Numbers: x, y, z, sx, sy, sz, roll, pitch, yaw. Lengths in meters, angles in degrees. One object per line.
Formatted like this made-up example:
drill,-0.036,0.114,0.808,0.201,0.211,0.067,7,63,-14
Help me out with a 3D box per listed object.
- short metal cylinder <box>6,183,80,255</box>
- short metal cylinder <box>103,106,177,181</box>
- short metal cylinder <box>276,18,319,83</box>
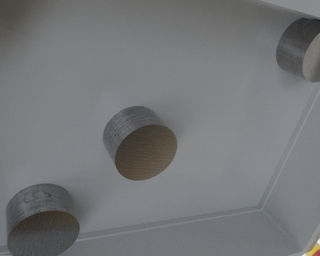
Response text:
short metal cylinder,-0.146,0.116,0.385,0.081,0.050,0.079,-14,124,-21
short metal cylinder,-0.026,0.019,0.390,0.081,0.050,0.079,-14,124,-21
short metal cylinder,0.215,-0.111,0.441,0.081,0.050,0.079,-14,124,-21
